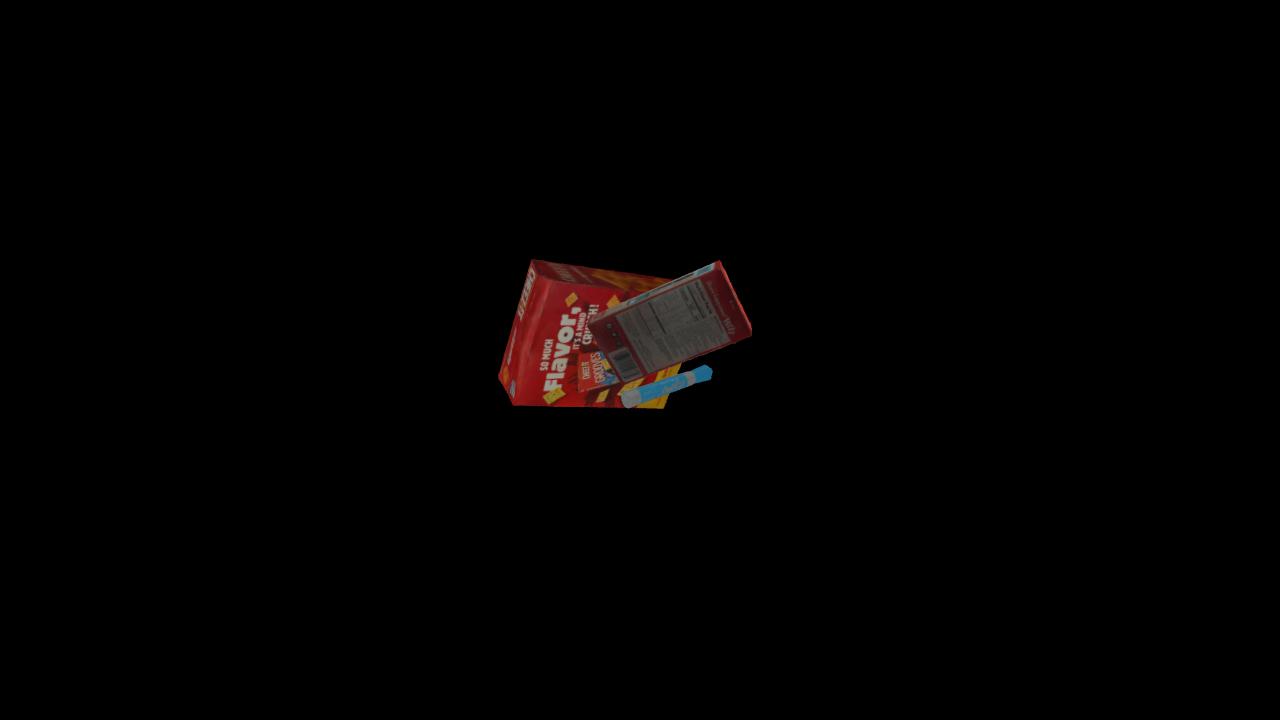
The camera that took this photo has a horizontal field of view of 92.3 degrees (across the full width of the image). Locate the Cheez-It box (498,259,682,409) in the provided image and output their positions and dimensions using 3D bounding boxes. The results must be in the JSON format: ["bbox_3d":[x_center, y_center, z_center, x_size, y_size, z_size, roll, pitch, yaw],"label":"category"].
[{"bbox_3d":[-0.046,-0.024,0.762,0.223,0.166,0.071,3,29,-34],"label":"Cheez-It box"}]

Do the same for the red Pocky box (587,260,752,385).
[{"bbox_3d":[0.031,-0.036,0.641,0.155,0.083,0.028,-21,22,20],"label":"red Pocky box"}]

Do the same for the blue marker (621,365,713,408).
[{"bbox_3d":[0.034,0.028,0.691,0.121,0.020,0.020,-17,9,-32],"label":"blue marker"}]
